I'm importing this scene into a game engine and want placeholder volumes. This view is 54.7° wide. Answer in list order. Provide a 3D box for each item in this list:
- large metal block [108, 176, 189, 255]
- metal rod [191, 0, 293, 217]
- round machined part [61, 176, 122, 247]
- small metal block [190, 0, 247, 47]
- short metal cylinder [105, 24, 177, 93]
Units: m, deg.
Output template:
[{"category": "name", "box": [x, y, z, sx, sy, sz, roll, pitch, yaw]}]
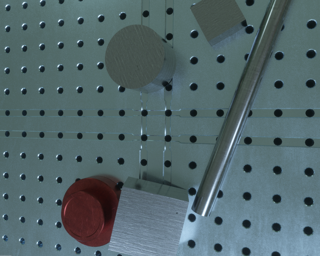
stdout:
[{"category": "large metal block", "box": [-0.013, 0.114, 0.391, 0.080, 0.050, 0.079, 13, 95, 1]}, {"category": "metal rod", "box": [0.101, -0.033, 0.376, 0.025, 0.025, 0.298, 21, 97, 18]}, {"category": "round machined part", "box": [-0.099, 0.120, 0.437, 0.098, 0.042, 0.097, 0, 90, 19]}, {"category": "small metal block", "box": [0.073, -0.139, 0.386, 0.050, 0.025, 0.050, -28, 81, 17]}, {"category": "short metal cylinder", "box": [-0.024, -0.088, 0.407, 0.080, 0.050, 0.079, 0, 90, 19]}]
